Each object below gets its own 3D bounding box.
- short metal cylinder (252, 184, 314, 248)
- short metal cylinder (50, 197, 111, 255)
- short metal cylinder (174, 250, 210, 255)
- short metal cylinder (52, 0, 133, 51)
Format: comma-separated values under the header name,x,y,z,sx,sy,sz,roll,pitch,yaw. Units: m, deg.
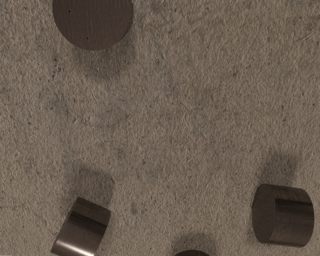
name,x,y,z,sx,sy,sz,roll,pitch,yaw
short metal cylinder,0.166,0.120,0.427,0.050,0.080,0.079,8,110,-3
short metal cylinder,-0.110,0.143,0.432,0.050,0.080,0.080,28,108,-10
short metal cylinder,0.052,0.241,0.486,0.081,0.050,0.079,0,110,-1
short metal cylinder,-0.072,-0.130,0.347,0.081,0.050,0.079,0,110,-1
